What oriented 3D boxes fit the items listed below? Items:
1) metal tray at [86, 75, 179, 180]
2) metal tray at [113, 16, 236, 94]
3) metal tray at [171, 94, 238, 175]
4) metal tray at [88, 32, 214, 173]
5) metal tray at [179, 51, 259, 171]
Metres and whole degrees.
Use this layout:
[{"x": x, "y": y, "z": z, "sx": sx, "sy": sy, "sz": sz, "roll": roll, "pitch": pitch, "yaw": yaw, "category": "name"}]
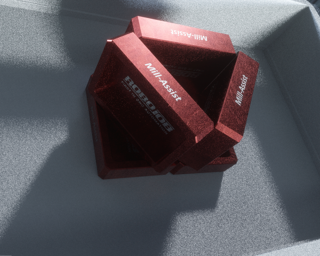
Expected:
[{"x": -0.037, "y": -0.005, "z": 0.385, "sx": 0.091, "sy": 0.030, "sz": 0.130, "roll": 0, "pitch": 61, "yaw": -28, "category": "metal tray"}, {"x": 0.015, "y": -0.082, "z": 0.380, "sx": 0.131, "sy": 0.090, "sz": 0.030, "roll": 2, "pitch": 62, "yaw": -27, "category": "metal tray"}, {"x": 0.045, "y": -0.004, "z": 0.427, "sx": 0.091, "sy": 0.030, "sz": 0.130, "roll": 1, "pitch": 60, "yaw": -27, "category": "metal tray"}, {"x": -0.016, "y": -0.023, "z": 0.329, "sx": 0.130, "sy": 0.090, "sz": 0.030, "roll": 49, "pitch": 52, "yaw": 6, "category": "metal tray"}, {"x": 0.070, "y": -0.021, "z": 0.373, "sx": 0.030, "sy": 0.090, "sz": 0.130, "roll": 31, "pitch": 52, "yaw": -8, "category": "metal tray"}]
